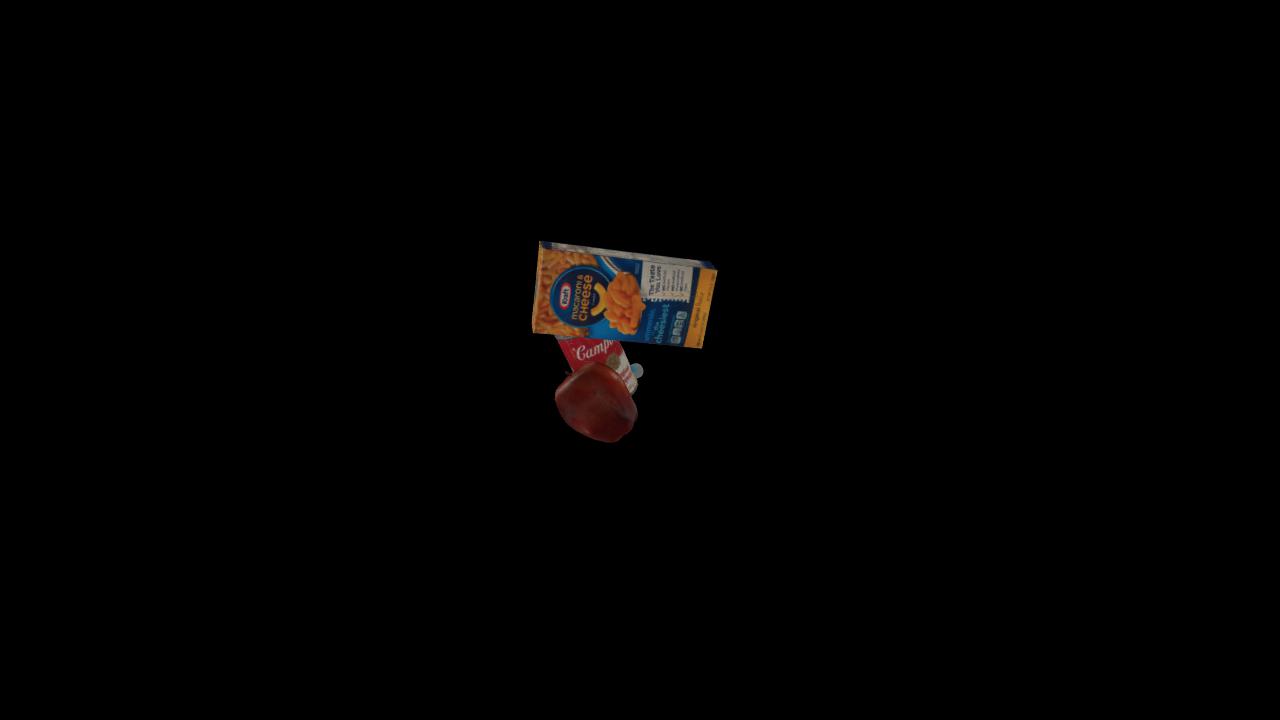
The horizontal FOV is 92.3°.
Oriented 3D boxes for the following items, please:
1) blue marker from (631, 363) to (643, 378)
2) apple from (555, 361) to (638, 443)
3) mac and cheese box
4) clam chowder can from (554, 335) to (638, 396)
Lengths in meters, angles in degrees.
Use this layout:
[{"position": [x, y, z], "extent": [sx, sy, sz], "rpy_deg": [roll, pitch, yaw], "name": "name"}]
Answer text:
[{"position": [-0.035, 0.023, 0.723], "extent": [0.020, 0.020, 0.121], "rpy_deg": [0, 9, 32], "name": "blue marker"}, {"position": [-0.048, 0.046, 0.662], "extent": [0.079, 0.093, 0.079], "rpy_deg": [-42, 9, 8], "name": "apple"}, {"position": [-0.017, -0.067, 0.648], "extent": [0.184, 0.093, 0.041], "rpy_deg": [4, 24, -13], "name": "mac and cheese box"}, {"position": [-0.051, 0.000, 0.733], "extent": [0.068, 0.102, 0.068], "rpy_deg": [-19, 24, 9], "name": "clam chowder can"}]
